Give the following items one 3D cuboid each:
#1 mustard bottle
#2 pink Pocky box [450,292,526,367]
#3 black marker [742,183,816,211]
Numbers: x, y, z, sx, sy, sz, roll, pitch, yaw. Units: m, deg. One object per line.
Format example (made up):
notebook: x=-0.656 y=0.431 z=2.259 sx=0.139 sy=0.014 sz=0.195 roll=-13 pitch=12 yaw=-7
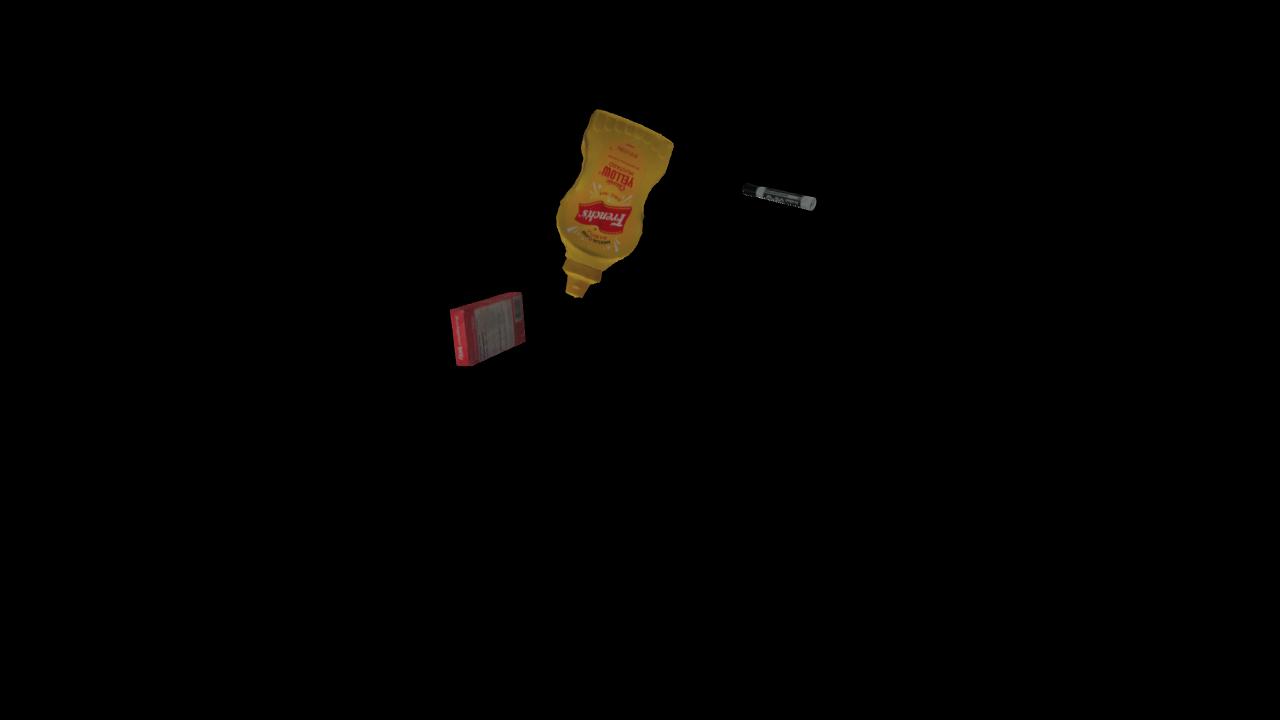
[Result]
mustard bottle: x=-0.038 y=-0.151 z=0.634 sx=0.092 sy=0.184 sz=0.054 roll=19 pitch=8 yaw=-17
pink Pocky box: x=-0.227 y=-0.050 z=0.934 sx=0.029 sy=0.084 sz=0.155 roll=4 pitch=17 yaw=20
black marker: x=0.201 y=-0.240 z=0.902 sx=0.121 sy=0.020 sz=0.020 roll=26 pitch=17 yaw=37
